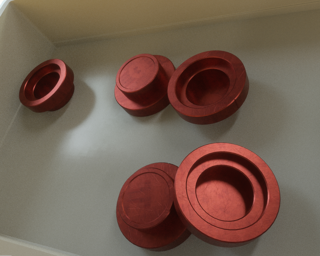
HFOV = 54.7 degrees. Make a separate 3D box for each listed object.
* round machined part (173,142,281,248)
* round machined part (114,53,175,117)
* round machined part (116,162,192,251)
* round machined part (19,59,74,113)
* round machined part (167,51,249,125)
[{"bbox_3d":[0.062,0.067,0.305,0.099,0.042,0.098,1,58,-2],"label":"round machined part"},{"bbox_3d":[-0.024,-0.068,0.448,0.098,0.042,0.098,-13,56,20],"label":"round machined part"},{"bbox_3d":[-0.007,0.083,0.346,0.098,0.042,0.098,-13,56,20],"label":"round machined part"},{"bbox_3d":[-0.188,-0.068,0.532,0.098,0.042,0.098,-13,56,20],"label":"round machined part"},{"bbox_3d":[0.062,-0.046,0.390,0.098,0.042,0.098,-13,56,20],"label":"round machined part"}]
